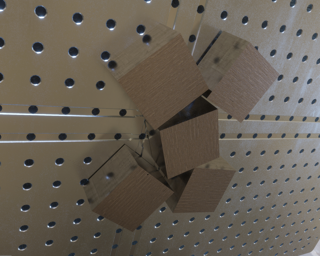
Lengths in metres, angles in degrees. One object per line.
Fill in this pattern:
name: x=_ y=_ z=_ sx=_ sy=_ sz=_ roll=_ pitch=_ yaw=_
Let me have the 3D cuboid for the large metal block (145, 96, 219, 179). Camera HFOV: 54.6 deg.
large metal block: x=0.031 y=0.010 z=0.416 sx=0.081 sy=0.050 sz=0.080 roll=-21 pitch=127 yaw=-16

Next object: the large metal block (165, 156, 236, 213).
large metal block: x=0.056 y=0.081 z=0.475 sx=0.081 sy=0.050 sz=0.080 roll=9 pitch=114 yaw=-33

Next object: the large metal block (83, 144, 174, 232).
large metal block: x=-0.042 y=0.083 z=0.420 sx=0.080 sy=0.050 sz=0.080 roll=-44 pitch=129 yaw=2

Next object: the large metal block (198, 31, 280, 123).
large metal block: x=0.095 y=-0.065 z=0.404 sx=0.080 sy=0.050 sz=0.080 roll=28 pitch=103 yaw=-40

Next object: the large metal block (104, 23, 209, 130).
large metal block: x=-0.003 y=-0.059 z=0.356 sx=0.080 sy=0.050 sz=0.080 roll=-38 pitch=129 yaw=-2
